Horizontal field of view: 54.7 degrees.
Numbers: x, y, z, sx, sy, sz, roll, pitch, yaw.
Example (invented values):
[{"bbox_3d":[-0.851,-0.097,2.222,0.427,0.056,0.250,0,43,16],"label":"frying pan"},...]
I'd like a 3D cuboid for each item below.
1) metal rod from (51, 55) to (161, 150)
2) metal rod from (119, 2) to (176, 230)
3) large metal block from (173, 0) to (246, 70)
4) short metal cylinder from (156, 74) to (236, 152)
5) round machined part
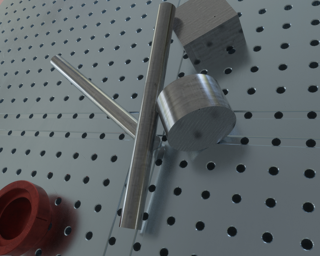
[{"bbox_3d":[-0.102,-0.052,0.491,0.025,0.025,0.300,-48,52,-5],"label":"metal rod"},{"bbox_3d":[-0.012,-0.029,0.391,0.025,0.025,0.299,-1,69,27],"label":"metal rod"},{"bbox_3d":[0.064,-0.145,0.447,0.080,0.050,0.080,-29,52,9],"label":"large metal block"},{"bbox_3d":[0.041,-0.016,0.361,0.080,0.080,0.050,-27,53,11],"label":"short metal cylinder"},{"bbox_3d":[-0.188,0.124,0.418,0.098,0.042,0.098,-13,56,20],"label":"round machined part"}]
